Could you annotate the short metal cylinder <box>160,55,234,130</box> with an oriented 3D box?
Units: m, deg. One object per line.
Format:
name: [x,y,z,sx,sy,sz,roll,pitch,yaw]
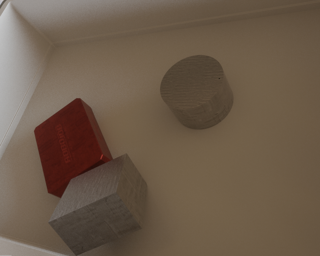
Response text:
short metal cylinder: [0.047,-0.045,0.391,0.080,0.050,0.080,-13,56,20]

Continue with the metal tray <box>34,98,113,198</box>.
metal tray: [-0.129,0.026,0.452,0.090,0.030,0.130,-35,51,4]

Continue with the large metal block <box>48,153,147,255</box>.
large metal block: [-0.064,0.083,0.349,0.080,0.050,0.080,-26,20,12]
